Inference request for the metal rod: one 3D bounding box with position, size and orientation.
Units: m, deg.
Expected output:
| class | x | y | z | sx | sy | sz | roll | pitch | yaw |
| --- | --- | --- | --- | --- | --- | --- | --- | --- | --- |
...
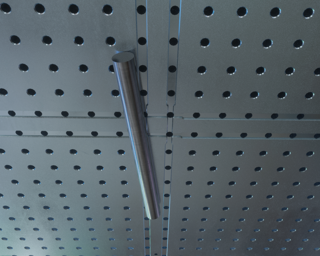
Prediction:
| class | x | y | z | sx | sy | sz | roll | pitch | yaw |
| --- | --- | --- | --- | --- | --- | --- | --- | --- | --- |
| metal rod | -0.026 | 0.034 | 0.440 | 0.025 | 0.025 | 0.298 | -4 | 130 | 4 |
